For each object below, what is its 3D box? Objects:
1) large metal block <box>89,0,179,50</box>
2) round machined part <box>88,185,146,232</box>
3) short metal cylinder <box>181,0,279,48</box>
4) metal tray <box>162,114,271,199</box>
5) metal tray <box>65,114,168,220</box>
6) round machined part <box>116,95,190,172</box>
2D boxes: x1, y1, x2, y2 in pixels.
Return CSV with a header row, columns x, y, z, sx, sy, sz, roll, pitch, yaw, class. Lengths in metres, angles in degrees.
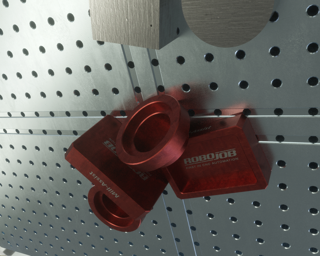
x,y,z,sx,sy,sz,roll,pitch,yaw,class
-0.027,-0.134,0.326,0.080,0.050,0.079,14,124,20,large metal block
-0.065,0.119,0.509,0.098,0.042,0.097,13,124,21,round machined part
0.067,-0.121,0.285,0.080,0.050,0.079,13,124,21,short metal cylinder
0.063,0.042,0.400,0.130,0.030,0.090,-17,110,34,metal tray
-0.052,0.051,0.427,0.130,0.090,0.030,42,129,-1,metal tray
-0.004,0.010,0.381,0.098,0.098,0.042,-16,138,34,round machined part
